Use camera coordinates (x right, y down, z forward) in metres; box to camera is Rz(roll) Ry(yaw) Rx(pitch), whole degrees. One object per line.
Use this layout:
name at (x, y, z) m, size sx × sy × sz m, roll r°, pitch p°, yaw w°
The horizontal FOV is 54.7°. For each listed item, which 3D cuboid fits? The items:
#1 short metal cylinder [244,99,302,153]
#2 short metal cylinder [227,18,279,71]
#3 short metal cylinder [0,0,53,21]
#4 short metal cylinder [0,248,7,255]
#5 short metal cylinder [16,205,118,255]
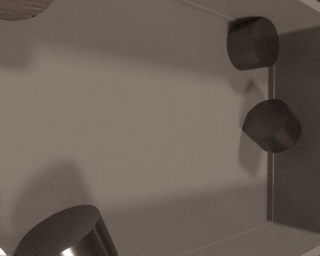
short metal cylinder at (0.195, -0.003, 0.538) m, size 0.050 × 0.080 × 0.080 m, roll 39°, pitch 66°, yaw -34°
short metal cylinder at (0.159, -0.140, 0.526) m, size 0.081 × 0.050 × 0.079 m, roll 0°, pitch 91°, yaw -40°
short metal cylinder at (-0.130, -0.138, 0.257) m, size 0.081 × 0.050 × 0.079 m, roll -19°, pitch 137°, yaw -19°
short metal cylinder at (-0.158, 0.129, 0.236) m, size 0.081 × 0.050 × 0.080 m, roll 16°, pitch 53°, yaw -22°
short metal cylinder at (-0.087, 0.119, 0.299) m, size 0.081 × 0.080 × 0.050 m, roll -31°, pitch 110°, yaw -36°
